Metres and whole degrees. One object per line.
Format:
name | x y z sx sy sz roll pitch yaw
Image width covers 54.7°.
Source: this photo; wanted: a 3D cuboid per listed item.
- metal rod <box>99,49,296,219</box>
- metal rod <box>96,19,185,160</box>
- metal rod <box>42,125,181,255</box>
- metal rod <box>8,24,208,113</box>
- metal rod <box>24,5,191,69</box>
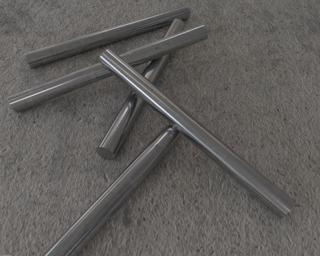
metal rod | 0.031 -0.006 0.381 0.300 0.025 0.025 42 61 20
metal rod | -0.017 -0.077 0.467 0.025 0.025 0.301 15 52 12
metal rod | -0.072 0.098 0.319 0.025 0.025 0.301 30 56 22
metal rod | -0.068 -0.091 0.455 0.302 0.025 0.025 -23 54 -10
metal rod | -0.080 -0.163 0.539 0.302 0.025 0.025 -24 54 -19
